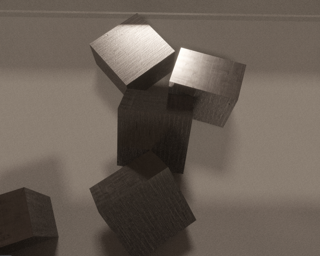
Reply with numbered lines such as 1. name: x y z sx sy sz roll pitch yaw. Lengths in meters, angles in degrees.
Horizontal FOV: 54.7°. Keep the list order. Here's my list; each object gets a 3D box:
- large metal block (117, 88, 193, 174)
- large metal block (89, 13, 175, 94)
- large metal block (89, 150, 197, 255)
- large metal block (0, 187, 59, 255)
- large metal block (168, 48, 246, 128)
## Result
1. large metal block: -0.006 0.004 0.372 0.080 0.079 0.050 7 33 2
2. large metal block: -0.037 -0.098 0.432 0.080 0.050 0.080 -38 75 -13
3. large metal block: -0.018 0.085 0.343 0.080 0.050 0.080 -32 116 -11
4. large metal block: -0.168 0.107 0.339 0.081 0.080 0.050 -17 71 -7
5. large metal block: 0.056 -0.049 0.397 0.080 0.080 0.050 16 68 5
